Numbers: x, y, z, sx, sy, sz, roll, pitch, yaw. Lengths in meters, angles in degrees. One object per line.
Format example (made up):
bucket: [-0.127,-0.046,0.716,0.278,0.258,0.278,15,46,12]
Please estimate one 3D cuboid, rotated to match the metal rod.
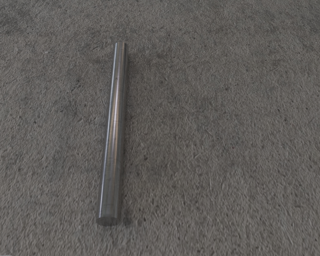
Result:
metal rod: [-0.059,-0.018,0.417,0.025,0.025,0.300,-2,50,-1]
